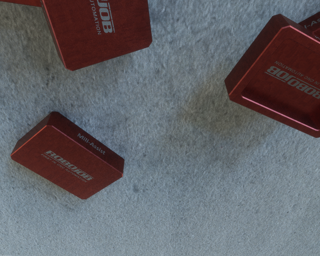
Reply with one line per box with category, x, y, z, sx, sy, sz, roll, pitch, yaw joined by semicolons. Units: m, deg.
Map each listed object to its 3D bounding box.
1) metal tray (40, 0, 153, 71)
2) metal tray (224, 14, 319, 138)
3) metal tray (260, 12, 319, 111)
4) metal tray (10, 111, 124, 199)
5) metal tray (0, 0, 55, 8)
metal tray;-0.060;-0.124;0.271;0.091;0.030;0.129;-22;134;-17
metal tray;0.147;-0.048;0.325;0.131;0.030;0.089;21;127;-17
metal tray;0.181;-0.078;0.339;0.130;0.030;0.090;-27;126;21
metal tray;-0.127;0.044;0.440;0.090;0.030;0.130;-34;123;25
metal tray;-0.135;-0.174;0.254;0.091;0.030;0.129;6;130;-6
